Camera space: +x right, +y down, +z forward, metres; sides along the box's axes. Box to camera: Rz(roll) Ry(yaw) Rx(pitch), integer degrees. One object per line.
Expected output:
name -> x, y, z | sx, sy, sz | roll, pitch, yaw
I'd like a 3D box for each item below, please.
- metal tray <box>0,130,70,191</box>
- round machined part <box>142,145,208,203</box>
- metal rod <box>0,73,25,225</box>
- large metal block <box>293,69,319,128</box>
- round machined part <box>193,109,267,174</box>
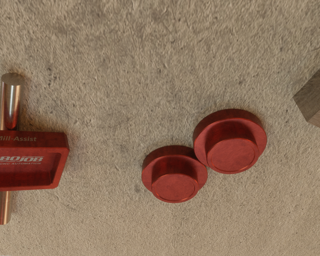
metal tray -> -0.196, 0.045, 0.409 | 0.131, 0.030, 0.089 | 3, 133, -31
round machined part -> 0.022, 0.075, 0.460 | 0.099, 0.042, 0.097 | 0, 130, 0
metal rod -> -0.221, 0.050, 0.447 | 0.025, 0.025, 0.298 | 16, 128, -13
large metal block -> 0.222, -0.036, 0.362 | 0.080, 0.050, 0.079 | 21, 127, -17
round machined part -> 0.095, 0.025, 0.418 | 0.099, 0.042, 0.097 | 0, 130, 0
